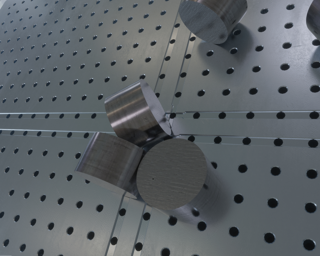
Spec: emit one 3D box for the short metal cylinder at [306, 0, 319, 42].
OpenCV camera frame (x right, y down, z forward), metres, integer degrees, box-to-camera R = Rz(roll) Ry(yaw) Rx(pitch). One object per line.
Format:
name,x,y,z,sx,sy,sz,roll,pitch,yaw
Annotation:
short metal cylinder,0.211,-0.121,0.336,0.080,0.080,0.050,-26,53,12

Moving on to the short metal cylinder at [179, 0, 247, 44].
short metal cylinder,0.074,-0.165,0.436,0.080,0.080,0.050,28,77,37

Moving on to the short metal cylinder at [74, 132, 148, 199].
short metal cylinder,-0.055,0.046,0.373,0.080,0.080,0.050,10,67,32

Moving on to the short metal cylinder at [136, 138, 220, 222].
short metal cylinder,0.021,0.058,0.345,0.080,0.050,0.080,-13,56,21

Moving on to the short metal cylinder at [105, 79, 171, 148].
short metal cylinder,-0.027,-0.016,0.397,0.050,0.080,0.080,-27,53,12
